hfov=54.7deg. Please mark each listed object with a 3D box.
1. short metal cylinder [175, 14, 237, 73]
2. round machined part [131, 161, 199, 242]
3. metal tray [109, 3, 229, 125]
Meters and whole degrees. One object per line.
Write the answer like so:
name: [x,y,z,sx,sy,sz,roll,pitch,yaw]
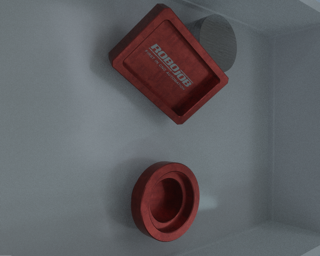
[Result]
short metal cylinder: [0.066,-0.117,0.448,0.081,0.050,0.079,0,90,-40]
round machined part: [0.002,0.092,0.400,0.099,0.042,0.097,0,90,-40]
metal tray: [0.014,-0.074,0.385,0.090,0.030,0.130,-43,124,10]
